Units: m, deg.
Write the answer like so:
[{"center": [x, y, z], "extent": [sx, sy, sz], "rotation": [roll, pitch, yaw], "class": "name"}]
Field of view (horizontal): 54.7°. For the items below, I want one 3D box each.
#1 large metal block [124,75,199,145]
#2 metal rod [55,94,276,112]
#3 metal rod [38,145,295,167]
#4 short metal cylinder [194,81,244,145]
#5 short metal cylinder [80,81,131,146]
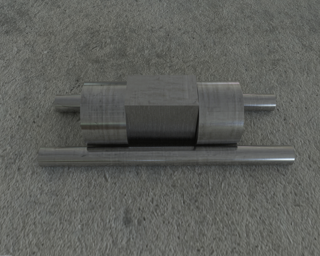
[{"center": [0.002, -0.018, 0.381], "extent": [0.081, 0.080, 0.050], "rotation": [0, 50, 0], "class": "large metal block"}, {"center": [0.008, -0.035, 0.434], "extent": [0.302, 0.025, 0.025], "rotation": [0, 50, -1], "class": "metal rod"}, {"center": [0.008, 0.034, 0.376], "extent": [0.302, 0.025, 0.025], "rotation": [0, 50, -1], "class": "metal rod"}, {"center": [0.068, -0.018, 0.384], "extent": [0.050, 0.080, 0.080], "rotation": [-1, 50, -1], "class": "short metal cylinder"}, {"center": [-0.064, -0.018, 0.383], "extent": [0.050, 0.080, 0.080], "rotation": [-1, 50, -1], "class": "short metal cylinder"}]
